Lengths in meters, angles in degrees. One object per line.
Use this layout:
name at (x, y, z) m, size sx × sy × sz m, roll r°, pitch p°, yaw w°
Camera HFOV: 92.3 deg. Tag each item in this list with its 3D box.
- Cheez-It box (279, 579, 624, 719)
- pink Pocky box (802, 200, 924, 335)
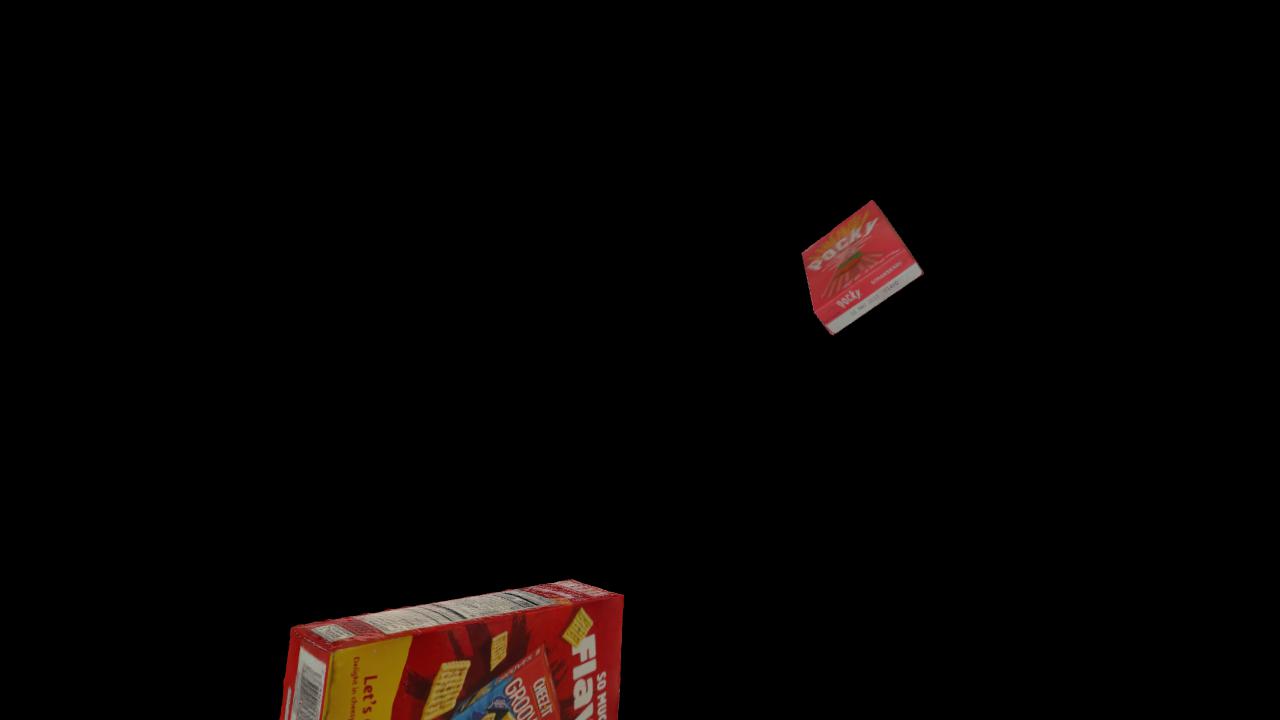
Cheez-It box at (-0.111, 0.245, 0.404) m, size 0.071 × 0.166 × 0.223 m, roll -4°, pitch -10°, yaw 44°
pink Pocky box at (0.187, -0.086, 0.539) m, size 0.084 × 0.029 × 0.155 m, roll -37°, pitch 16°, yaw 26°
